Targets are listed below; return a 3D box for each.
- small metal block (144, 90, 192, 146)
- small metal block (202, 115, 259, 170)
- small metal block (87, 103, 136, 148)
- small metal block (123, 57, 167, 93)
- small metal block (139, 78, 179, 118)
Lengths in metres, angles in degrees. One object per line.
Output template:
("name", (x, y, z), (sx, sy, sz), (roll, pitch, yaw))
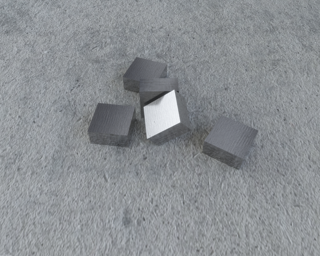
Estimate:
("small metal block", (0.009, -0.013, 0.394), (0.050, 0.025, 0.050), (-27, 52, 27))
("small metal block", (0.088, 0.017, 0.389), (0.050, 0.025, 0.050), (25, 54, 20))
("small metal block", (-0.061, -0.004, 0.406), (0.050, 0.025, 0.050), (6, 50, 5))
("small metal block", (-0.022, -0.077, 0.468), (0.050, 0.025, 0.050), (16, 52, 13))
("small metal block", (-0.001, -0.040, 0.421), (0.050, 0.050, 0.025), (-1, 50, -1))
